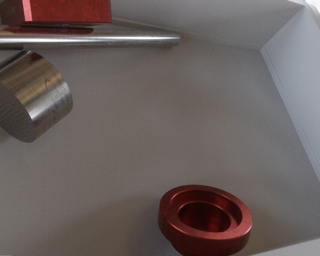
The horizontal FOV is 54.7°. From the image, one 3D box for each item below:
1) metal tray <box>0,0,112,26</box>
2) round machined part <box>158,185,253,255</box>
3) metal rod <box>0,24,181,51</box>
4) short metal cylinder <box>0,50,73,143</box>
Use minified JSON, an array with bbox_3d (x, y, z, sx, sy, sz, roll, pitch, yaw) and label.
[{"bbox_3d":[-0.125,-0.134,0.360,0.091,0.130,0.030,-12,108,-34],"label":"metal tray"},{"bbox_3d":[0.046,0.105,0.336,0.099,0.042,0.098,6,20,-2],"label":"round machined part"},{"bbox_3d":[-0.071,-0.115,0.397,0.302,0.025,0.025,-19,72,-49],"label":"metal rod"},{"bbox_3d":[-0.138,-0.032,0.316,0.080,0.080,0.050,41,51,-1],"label":"short metal cylinder"}]
